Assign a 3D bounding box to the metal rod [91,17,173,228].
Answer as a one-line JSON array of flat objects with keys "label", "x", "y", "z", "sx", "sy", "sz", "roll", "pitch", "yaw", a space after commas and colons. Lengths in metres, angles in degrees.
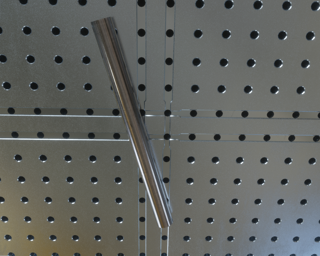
[{"label": "metal rod", "x": -0.031, "y": 0.007, "z": 0.415, "sx": 0.025, "sy": 0.025, "sz": 0.298, "roll": -14, "pitch": 110, "yaw": 5}]
